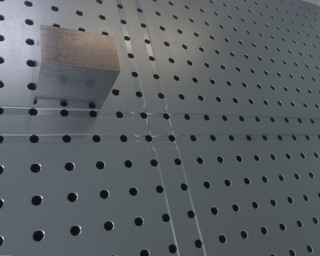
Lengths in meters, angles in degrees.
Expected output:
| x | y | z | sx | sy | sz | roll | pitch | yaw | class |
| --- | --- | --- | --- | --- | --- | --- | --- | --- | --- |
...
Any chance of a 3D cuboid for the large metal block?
| x | y | z | sx | sy | sz | roll | pitch | yaw | class |
| --- | --- | --- | --- | --- | --- | --- | --- | --- | --- |
| -0.100 | -0.066 | 0.359 | 0.081 | 0.080 | 0.050 | 2 | 61 | -27 | large metal block |
